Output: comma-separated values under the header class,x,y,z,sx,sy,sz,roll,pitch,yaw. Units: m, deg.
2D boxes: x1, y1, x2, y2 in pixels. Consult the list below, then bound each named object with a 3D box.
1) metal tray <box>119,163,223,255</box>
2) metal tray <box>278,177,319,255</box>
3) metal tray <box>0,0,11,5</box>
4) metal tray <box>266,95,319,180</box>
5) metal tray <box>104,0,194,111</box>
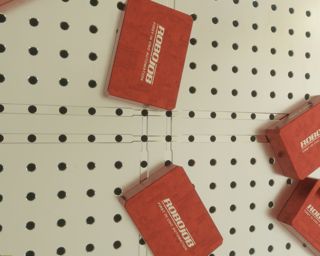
class,x,y,z,sx,sy,sz,roll,pitch,yaw
metal tray,0.017,0.125,0.416,0.090,0.030,0.130,-33,101,-17
metal tray,0.264,0.153,0.506,0.130,0.030,0.090,42,77,-15
metal tray,-0.179,-0.194,0.343,0.131,0.030,0.090,-34,101,-17
metal tray,0.243,0.012,0.499,0.131,0.030,0.090,-30,100,-18
metal tray,-0.014,-0.094,0.404,0.091,0.030,0.129,13,86,-20
